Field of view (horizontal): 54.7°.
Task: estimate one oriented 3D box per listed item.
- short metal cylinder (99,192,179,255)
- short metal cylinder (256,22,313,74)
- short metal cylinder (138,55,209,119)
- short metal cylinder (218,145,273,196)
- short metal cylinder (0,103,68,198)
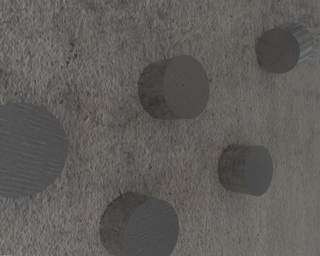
[{"bbox_3d":[-0.024,0.120,0.369,0.081,0.050,0.080,0,90,-40],"label":"short metal cylinder"},{"bbox_3d":[0.221,-0.143,0.554,0.050,0.080,0.080,-30,109,-36],"label":"short metal cylinder"},{"bbox_3d":[0.019,-0.051,0.404,0.081,0.050,0.080,0,90,-40],"label":"short metal cylinder"},{"bbox_3d":[0.140,0.067,0.506,0.081,0.050,0.080,0,90,-40],"label":"short metal cylinder"},{"bbox_3d":[-0.131,0.018,0.278,0.081,0.050,0.080,0,90,-40],"label":"short metal cylinder"}]
